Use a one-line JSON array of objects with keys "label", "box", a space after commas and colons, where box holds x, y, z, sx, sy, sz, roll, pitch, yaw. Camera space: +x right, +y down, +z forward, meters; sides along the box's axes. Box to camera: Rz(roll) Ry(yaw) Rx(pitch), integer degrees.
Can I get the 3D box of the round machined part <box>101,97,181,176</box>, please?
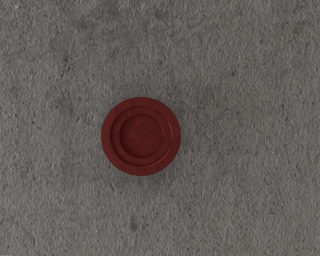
[{"label": "round machined part", "box": [-0.023, 0.010, 0.401, 0.099, 0.042, 0.097, 0, 90, 0]}]
